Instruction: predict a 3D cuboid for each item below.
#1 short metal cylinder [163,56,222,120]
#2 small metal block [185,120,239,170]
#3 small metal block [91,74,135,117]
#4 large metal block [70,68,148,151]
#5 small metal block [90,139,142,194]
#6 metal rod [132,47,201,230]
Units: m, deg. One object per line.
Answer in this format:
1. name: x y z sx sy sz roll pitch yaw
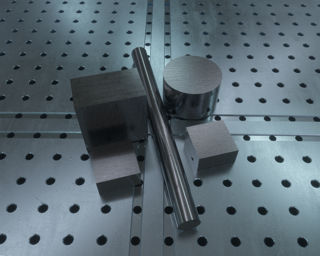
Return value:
1. short metal cylinder: 0.044 -0.058 0.440 0.081 0.050 0.080 0 50 0
2. small metal block: 0.064 0.021 0.391 0.050 0.025 0.050 -11 51 -10
3. small metal block: -0.068 -0.048 0.447 0.050 0.025 0.050 -13 51 -12
4. large metal block: -0.061 -0.022 0.388 0.081 0.080 0.050 -12 51 -10
5. small metal block: -0.053 0.045 0.369 0.050 0.025 0.050 -12 51 -10
6. metal rod: -0.002 -0.011 0.416 0.025 0.025 0.300 -9 51 -8
